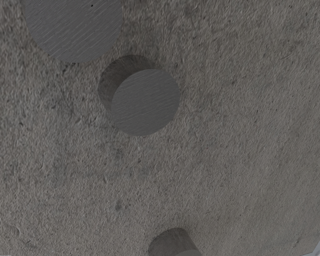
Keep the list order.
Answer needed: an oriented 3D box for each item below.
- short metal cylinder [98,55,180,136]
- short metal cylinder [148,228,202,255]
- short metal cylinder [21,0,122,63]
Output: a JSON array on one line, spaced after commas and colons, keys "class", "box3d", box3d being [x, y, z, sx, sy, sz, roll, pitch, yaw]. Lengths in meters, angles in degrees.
[{"class": "short metal cylinder", "box3d": [-0.024, -0.037, 0.354, 0.081, 0.050, 0.079, -14, 124, -21]}, {"class": "short metal cylinder", "box3d": [0.026, 0.223, 0.542, 0.081, 0.050, 0.079, -14, 124, -21]}, {"class": "short metal cylinder", "box3d": [-0.081, -0.106, 0.281, 0.081, 0.050, 0.079, -14, 124, -21]}]
